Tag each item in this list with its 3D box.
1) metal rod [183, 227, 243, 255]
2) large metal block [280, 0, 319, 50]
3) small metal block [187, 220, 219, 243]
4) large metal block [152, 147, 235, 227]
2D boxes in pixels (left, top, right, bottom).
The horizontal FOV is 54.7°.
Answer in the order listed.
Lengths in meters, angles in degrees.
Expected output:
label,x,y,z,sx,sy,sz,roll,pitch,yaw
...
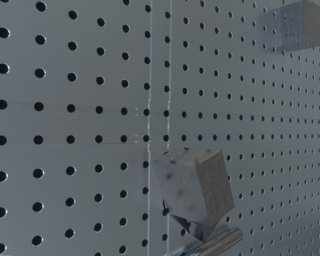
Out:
label,x,y,z,sx,sy,sz,roll,pitch,yaw
metal rod,0.014,0.200,0.421,0.302,0.025,0.025,-11,98,-39
large metal block,0.293,-0.210,0.639,0.081,0.050,0.079,-5,94,-40
small metal block,0.066,0.131,0.454,0.050,0.025,0.050,-47,142,-30
large metal block,0.044,0.074,0.411,0.050,0.080,0.080,-25,106,-37
